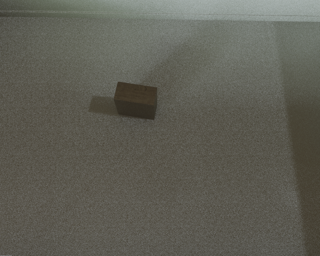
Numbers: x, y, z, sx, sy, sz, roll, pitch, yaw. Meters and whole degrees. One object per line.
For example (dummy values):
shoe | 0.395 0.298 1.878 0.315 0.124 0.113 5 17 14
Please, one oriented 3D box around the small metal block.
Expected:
small metal block | -0.031 -0.035 0.409 0.050 0.050 0.025 9 71 3
